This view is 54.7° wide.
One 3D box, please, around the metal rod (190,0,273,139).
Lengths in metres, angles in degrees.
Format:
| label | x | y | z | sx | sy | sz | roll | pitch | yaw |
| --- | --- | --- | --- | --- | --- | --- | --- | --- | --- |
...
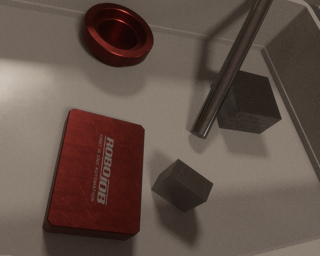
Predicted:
| label | x | y | z | sx | sy | sz | roll | pitch | yaw |
| --- | --- | --- | --- | --- | --- | --- | --- | --- | --- |
| metal rod | 0.121 | -0.121 | 0.461 | 0.025 | 0.025 | 0.299 | 30 | 79 | -10 |

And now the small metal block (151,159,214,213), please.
| label | x | y | z | sx | sy | sz | roll | pitch | yaw |
| --- | --- | --- | --- | --- | --- | --- | --- | --- | --- |
| small metal block | 0.025 | 0.069 | 0.363 | 0.050 | 0.050 | 0.025 | 36 | 51 | -5 |

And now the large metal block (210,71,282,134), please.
| label | x | y | z | sx | sy | sz | roll | pitch | yaw |
| --- | --- | --- | --- | --- | --- | --- | --- | --- | --- |
| large metal block | 0.134 | -0.041 | 0.489 | 0.081 | 0.050 | 0.080 | 8 | 58 | -25 |

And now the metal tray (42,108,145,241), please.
| label | x | y | z | sx | sy | sz | roll | pitch | yaw |
| --- | --- | --- | --- | --- | --- | --- | --- | --- | --- |
| metal tray | -0.066 | 0.049 | 0.338 | 0.091 | 0.030 | 0.130 | 14 | 56 | -21 |

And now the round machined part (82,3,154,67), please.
| label | x | y | z | sx | sy | sz | roll | pitch | yaw |
| --- | --- | --- | --- | --- | --- | --- | --- | --- | --- |
| round machined part | -0.062 | -0.126 | 0.439 | 0.099 | 0.042 | 0.098 | 14 | 56 | -21 |
